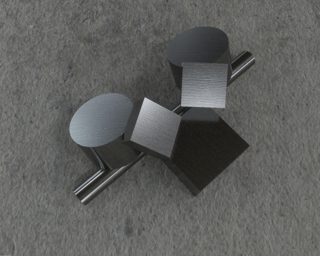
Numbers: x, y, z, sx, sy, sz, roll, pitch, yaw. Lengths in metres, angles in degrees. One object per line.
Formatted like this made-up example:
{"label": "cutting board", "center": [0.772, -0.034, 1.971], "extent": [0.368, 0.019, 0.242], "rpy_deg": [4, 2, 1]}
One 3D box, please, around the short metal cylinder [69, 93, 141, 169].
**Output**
{"label": "short metal cylinder", "center": [-0.062, 0.004, 0.379], "extent": [0.080, 0.050, 0.080], "rpy_deg": [-9, 51, 12]}

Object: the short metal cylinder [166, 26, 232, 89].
{"label": "short metal cylinder", "center": [0.053, -0.090, 0.414], "extent": [0.080, 0.050, 0.080], "rpy_deg": [-9, 51, 12]}

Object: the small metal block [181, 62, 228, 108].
{"label": "small metal block", "center": [0.050, -0.051, 0.362], "extent": [0.050, 0.025, 0.050], "rpy_deg": [2, 101, 0]}

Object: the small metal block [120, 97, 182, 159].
{"label": "small metal block", "center": [-0.009, 0.001, 0.343], "extent": [0.050, 0.025, 0.050], "rpy_deg": [26, 69, -25]}

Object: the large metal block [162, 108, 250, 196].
{"label": "large metal block", "center": [0.048, 0.026, 0.385], "extent": [0.080, 0.050, 0.080], "rpy_deg": [-40, 75, -13]}

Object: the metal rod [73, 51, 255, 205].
{"label": "metal rod", "center": [0.015, -0.008, 0.412], "extent": [0.301, 0.025, 0.025], "rpy_deg": [-39, 75, -14]}
